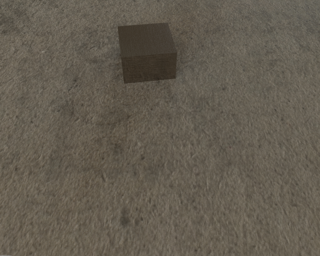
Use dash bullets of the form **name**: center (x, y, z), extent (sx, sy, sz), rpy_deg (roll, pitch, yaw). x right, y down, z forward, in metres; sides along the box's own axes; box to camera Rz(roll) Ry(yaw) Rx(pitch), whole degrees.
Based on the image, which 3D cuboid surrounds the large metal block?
- **large metal block**: center (-0.021, -0.119, 0.487), extent (0.081, 0.050, 0.080), rpy_deg (-6, 50, -6)
